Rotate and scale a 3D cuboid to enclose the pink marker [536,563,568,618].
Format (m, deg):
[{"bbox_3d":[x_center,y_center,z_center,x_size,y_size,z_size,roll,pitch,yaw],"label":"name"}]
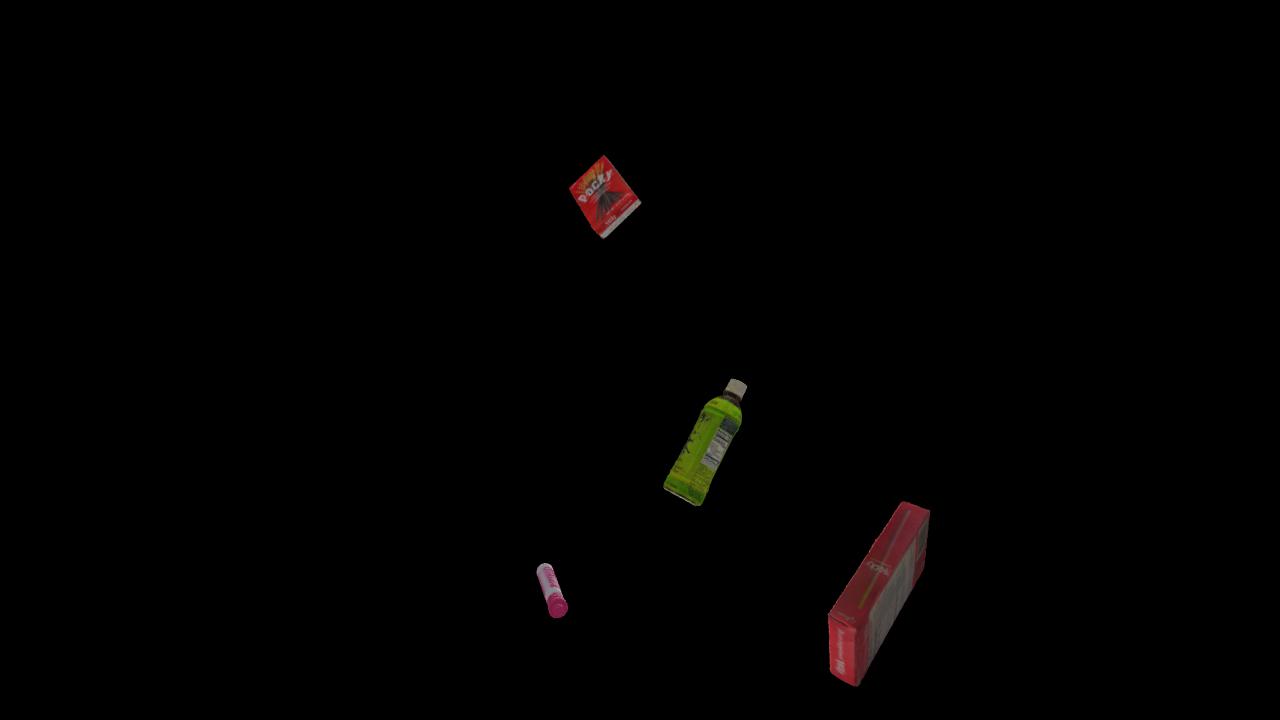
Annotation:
[{"bbox_3d":[-0.092,0.237,0.637,0.020,0.020,0.121,0,-1,-15],"label":"pink marker"}]

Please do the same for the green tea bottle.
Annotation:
[{"bbox_3d":[0.115,0.128,0.994,0.073,0.212,0.073,30,-11,6],"label":"green tea bottle"}]

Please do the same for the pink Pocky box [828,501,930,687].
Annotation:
[{"bbox_3d":[0.219,0.209,0.560,0.029,0.084,0.155,17,42,39],"label":"pink Pocky box"}]

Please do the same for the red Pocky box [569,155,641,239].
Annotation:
[{"bbox_3d":[-0.058,-0.259,0.966,0.028,0.083,0.155,37,17,-41],"label":"red Pocky box"}]
